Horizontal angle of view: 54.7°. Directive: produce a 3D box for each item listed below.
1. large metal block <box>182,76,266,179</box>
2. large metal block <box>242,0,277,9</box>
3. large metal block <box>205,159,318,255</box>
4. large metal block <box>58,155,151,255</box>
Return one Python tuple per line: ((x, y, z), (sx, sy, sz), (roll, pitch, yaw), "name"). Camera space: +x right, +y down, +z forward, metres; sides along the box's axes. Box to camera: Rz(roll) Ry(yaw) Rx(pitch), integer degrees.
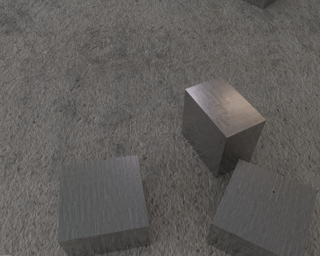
((0.070, -0.001, 0.368), (0.050, 0.080, 0.080), (-22, 54, -18), "large metal block")
((0.207, -0.297, 0.638), (0.080, 0.050, 0.080), (-37, 59, -27), "large metal block")
((0.101, 0.090, 0.312), (0.080, 0.050, 0.080), (22, 53, 17), "large metal block")
((-0.056, 0.080, 0.319), (0.081, 0.050, 0.080), (-8, 51, -7), "large metal block")
